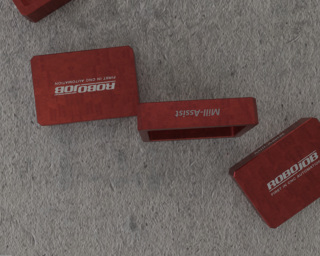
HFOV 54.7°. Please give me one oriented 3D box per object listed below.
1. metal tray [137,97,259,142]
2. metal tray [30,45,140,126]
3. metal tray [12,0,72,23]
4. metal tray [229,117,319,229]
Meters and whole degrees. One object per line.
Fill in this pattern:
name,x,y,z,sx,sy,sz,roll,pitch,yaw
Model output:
metal tray,0.041,-0.007,0.375,0.131,0.090,0.030,-3,79,0
metal tray,-0.095,-0.054,0.407,0.131,0.030,0.089,-6,90,0
metal tray,-0.170,-0.218,0.405,0.090,0.030,0.130,-33,90,0
metal tray,0.170,0.057,0.409,0.130,0.030,0.090,-35,90,0
